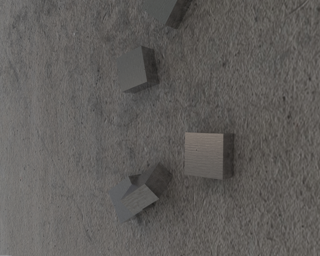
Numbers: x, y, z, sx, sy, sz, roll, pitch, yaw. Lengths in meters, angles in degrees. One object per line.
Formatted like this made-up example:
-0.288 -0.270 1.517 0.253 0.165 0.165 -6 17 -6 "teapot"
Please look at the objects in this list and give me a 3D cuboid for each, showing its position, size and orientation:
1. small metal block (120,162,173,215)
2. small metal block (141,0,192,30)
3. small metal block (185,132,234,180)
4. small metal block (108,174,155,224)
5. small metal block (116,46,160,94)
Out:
-0.017 0.077 0.399 0.025 0.050 0.050 47 123 -6 "small metal block"
0.010 -0.163 0.396 0.050 0.025 0.050 44 116 31 "small metal block"
0.057 0.030 0.358 0.050 0.025 0.050 1 91 40 "small metal block"
-0.041 0.100 0.439 0.050 0.025 0.050 -40 66 33 "small metal block"
-0.032 -0.080 0.431 0.050 0.025 0.050 -15 80 39 "small metal block"
